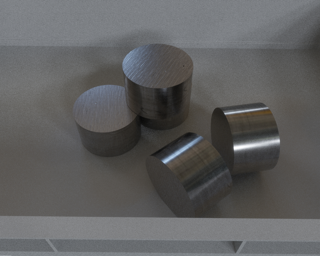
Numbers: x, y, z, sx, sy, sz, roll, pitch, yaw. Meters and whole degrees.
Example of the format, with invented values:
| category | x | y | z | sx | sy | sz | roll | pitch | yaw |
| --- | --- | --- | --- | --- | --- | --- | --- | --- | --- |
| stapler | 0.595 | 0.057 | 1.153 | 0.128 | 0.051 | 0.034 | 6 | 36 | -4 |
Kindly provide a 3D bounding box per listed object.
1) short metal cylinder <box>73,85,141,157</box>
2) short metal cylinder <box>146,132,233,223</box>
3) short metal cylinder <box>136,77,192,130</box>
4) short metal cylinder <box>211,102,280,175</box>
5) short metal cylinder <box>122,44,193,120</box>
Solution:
| category | x | y | z | sx | sy | sz | roll | pitch | yaw |
| --- | --- | --- | --- | --- | --- | --- | --- | --- | --- |
| short metal cylinder | -0.065 | -0.010 | 0.396 | 0.081 | 0.050 | 0.080 | 0 | 50 | 0 |
| short metal cylinder | 0.029 | 0.051 | 0.327 | 0.050 | 0.080 | 0.080 | -31 | 57 | -23 |
| short metal cylinder | 0.002 | -0.043 | 0.425 | 0.081 | 0.050 | 0.080 | 1 | 50 | 0 |
| short metal cylinder | 0.095 | 0.013 | 0.360 | 0.050 | 0.080 | 0.080 | -7 | 51 | -7 |
| short metal cylinder | -0.003 | -0.056 | 0.371 | 0.081 | 0.050 | 0.080 | 1 | 50 | -1 |
